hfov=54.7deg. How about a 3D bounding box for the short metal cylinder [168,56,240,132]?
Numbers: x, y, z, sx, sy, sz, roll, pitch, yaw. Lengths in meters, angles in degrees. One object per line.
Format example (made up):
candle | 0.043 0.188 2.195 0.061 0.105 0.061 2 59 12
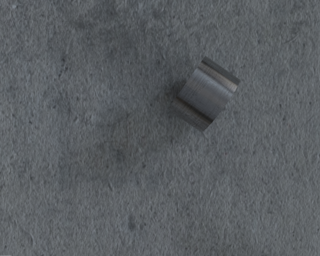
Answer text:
short metal cylinder | 0.053 -0.042 0.383 0.050 0.080 0.080 35 90 -1
